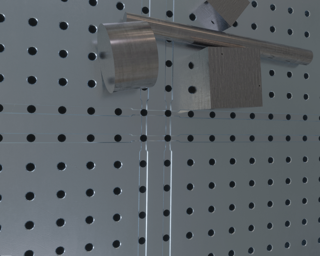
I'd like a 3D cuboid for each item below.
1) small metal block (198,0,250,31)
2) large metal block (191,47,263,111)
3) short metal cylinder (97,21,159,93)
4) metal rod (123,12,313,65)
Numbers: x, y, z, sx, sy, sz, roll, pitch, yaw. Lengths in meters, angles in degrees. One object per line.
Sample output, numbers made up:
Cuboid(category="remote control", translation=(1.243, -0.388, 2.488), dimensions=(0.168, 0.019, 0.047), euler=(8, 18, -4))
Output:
Cuboid(category="small metal block", translation=(0.093, -0.178, 0.447), dimensions=(0.050, 0.025, 0.050), euler=(41, 77, -16))
Cuboid(category="large metal block", translation=(0.093, -0.067, 0.434), dimensions=(0.081, 0.050, 0.079), euler=(-4, 91, -20))
Cuboid(category="short metal cylinder", translation=(-0.040, -0.084, 0.369), dimensions=(0.050, 0.080, 0.080), euler=(-11, 94, -20))
Cuboid(category="metal rod", translation=(0.096, -0.124, 0.447), dimensions=(0.302, 0.025, 0.025), euler=(4, 89, -20))
